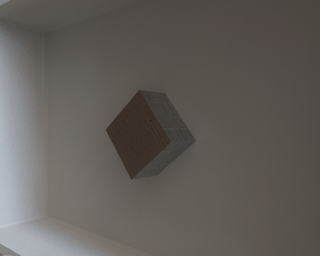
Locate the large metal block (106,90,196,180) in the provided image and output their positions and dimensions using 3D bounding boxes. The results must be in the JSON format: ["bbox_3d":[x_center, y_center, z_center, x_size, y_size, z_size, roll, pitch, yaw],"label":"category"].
[{"bbox_3d":[-0.014,0.009,0.404,0.080,0.050,0.080,-46,63,30],"label":"large metal block"}]
